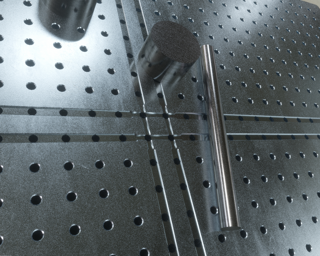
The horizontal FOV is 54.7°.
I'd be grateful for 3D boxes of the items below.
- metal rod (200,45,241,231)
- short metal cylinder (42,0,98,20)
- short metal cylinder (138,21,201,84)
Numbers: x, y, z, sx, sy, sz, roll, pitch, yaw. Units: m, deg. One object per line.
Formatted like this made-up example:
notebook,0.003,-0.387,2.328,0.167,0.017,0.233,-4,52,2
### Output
metal rod,0.083,-0.005,0.455,0.025,0.025,0.299,12,57,-22
short metal cylinder,-0.128,-0.205,0.448,0.081,0.050,0.080,13,57,-21
short metal cylinder,0.014,-0.114,0.469,0.081,0.050,0.080,14,56,-21
